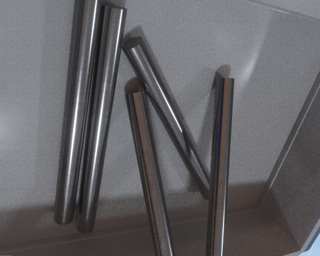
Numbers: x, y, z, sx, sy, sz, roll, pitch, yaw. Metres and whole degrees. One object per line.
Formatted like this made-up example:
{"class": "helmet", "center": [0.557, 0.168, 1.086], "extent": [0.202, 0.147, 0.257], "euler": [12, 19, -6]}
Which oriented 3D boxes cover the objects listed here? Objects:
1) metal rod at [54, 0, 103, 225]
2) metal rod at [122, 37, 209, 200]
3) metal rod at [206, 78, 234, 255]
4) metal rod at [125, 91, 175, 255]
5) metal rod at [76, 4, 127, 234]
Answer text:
{"class": "metal rod", "center": [-0.096, -0.010, 0.350], "extent": [0.025, 0.025, 0.298], "euler": [-1, 119, -29]}
{"class": "metal rod", "center": [0.026, 0.009, 0.430], "extent": [0.025, 0.025, 0.299], "euler": [-34, 129, -6]}
{"class": "metal rod", "center": [0.081, 0.082, 0.427], "extent": [0.025, 0.025, 0.298], "euler": [1, 93, -30]}
{"class": "metal rod", "center": [-0.004, 0.104, 0.387], "extent": [0.025, 0.025, 0.298], "euler": [-13, 97, -22]}
{"class": "metal rod", "center": [-0.075, 0.009, 0.374], "extent": [0.025, 0.025, 0.298], "euler": [-2, 119, -28]}
